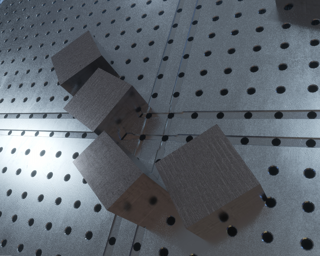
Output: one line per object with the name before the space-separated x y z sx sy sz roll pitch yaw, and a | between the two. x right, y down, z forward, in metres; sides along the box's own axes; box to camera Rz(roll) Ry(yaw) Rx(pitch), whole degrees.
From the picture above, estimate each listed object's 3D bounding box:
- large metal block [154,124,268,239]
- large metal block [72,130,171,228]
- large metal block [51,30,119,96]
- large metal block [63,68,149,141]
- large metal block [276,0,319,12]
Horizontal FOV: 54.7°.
large metal block | 0.053 0.056 0.329 0.080 0.050 0.080 -33 52 6
large metal block | -0.041 0.060 0.356 0.050 0.080 0.080 -46 51 -4
large metal block | -0.128 -0.104 0.521 0.080 0.050 0.080 -34 52 5
large metal block | -0.079 -0.031 0.451 0.080 0.050 0.080 31 79 37
large metal block | 0.208 -0.205 0.408 0.080 0.050 0.080 31 79 37
